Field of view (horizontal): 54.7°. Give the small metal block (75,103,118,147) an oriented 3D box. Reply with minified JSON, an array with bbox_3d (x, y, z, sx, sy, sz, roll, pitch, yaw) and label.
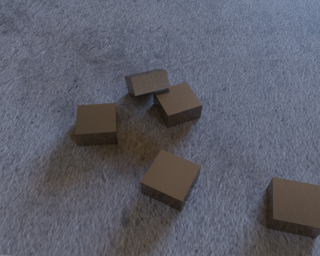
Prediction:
[{"bbox_3d":[-0.082,-0.005,0.406,0.050,0.025,0.050,-4,50,-4],"label":"small metal block"}]

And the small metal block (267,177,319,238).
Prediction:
[{"bbox_3d":[0.144,0.085,0.334,0.050,0.025,0.050,10,51,8],"label":"small metal block"}]

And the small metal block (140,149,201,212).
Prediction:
[{"bbox_3d":[0.013,0.059,0.354,0.050,0.025,0.050,22,53,17],"label":"small metal block"}]

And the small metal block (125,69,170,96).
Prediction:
[{"bbox_3d":[-0.019,-0.066,0.443,0.050,0.025,0.050,-16,16,-13],"label":"small metal block"}]

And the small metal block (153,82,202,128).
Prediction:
[{"bbox_3d":[0.024,-0.033,0.431,0.050,0.025,0.050,-18,53,-15],"label":"small metal block"}]
